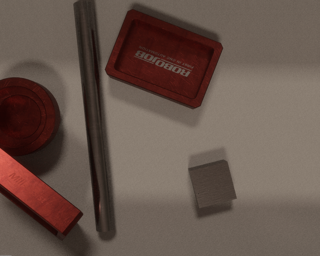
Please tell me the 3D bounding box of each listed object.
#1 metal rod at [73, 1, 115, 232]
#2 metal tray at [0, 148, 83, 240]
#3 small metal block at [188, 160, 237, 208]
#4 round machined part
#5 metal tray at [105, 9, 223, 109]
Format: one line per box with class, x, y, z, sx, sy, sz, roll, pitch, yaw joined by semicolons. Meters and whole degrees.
metal rod;-0.087;-0.015;0.410;0.025;0.025;0.298;-6;90;-1
metal tray;-0.157;0.082;0.375;0.130;0.090;0.030;39;60;-1
small metal block;0.069;0.073;0.412;0.050;0.025;0.050;-14;90;-1
round machined part;-0.178;-0.014;0.401;0.099;0.042;0.097;0;90;-1
metal tray;0.005;-0.088;0.408;0.131;0.030;0.090;21;90;-1
